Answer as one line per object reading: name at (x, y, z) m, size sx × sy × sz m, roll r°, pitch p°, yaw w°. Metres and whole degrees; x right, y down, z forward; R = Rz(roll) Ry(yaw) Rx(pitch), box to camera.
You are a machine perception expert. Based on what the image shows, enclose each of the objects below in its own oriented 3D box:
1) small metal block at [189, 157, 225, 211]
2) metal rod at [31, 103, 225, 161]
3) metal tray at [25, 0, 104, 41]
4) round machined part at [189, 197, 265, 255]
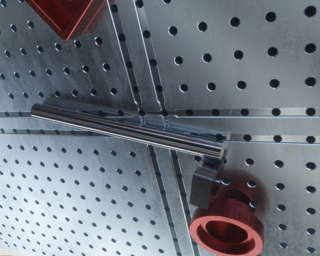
small metal block at (0.062, 0.069, 0.404) m, size 0.025 × 0.050 × 0.050 m, roll 17°, pitch 125°, yaw 22°
metal rod at (-0.060, 0.001, 0.441) m, size 0.301 × 0.025 × 0.025 m, roll 12°, pitch 123°, yaw 21°
metal tray at (-0.129, -0.181, 0.361) m, size 0.130 × 0.030 × 0.090 m, roll 47°, pitch 129°, yaw -5°
round machined part at (0.093, 0.134, 0.426) m, size 0.098 × 0.042 × 0.097 m, roll 12°, pitch 132°, yaw 14°
